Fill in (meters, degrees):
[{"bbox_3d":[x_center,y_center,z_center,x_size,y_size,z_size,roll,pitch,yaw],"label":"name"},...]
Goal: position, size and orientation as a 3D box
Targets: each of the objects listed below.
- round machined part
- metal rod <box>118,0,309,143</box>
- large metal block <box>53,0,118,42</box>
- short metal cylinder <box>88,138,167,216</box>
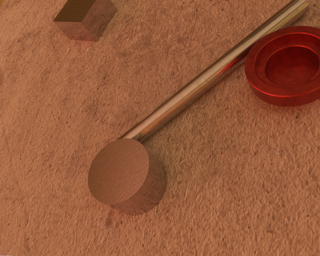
[{"bbox_3d":[0.151,-0.065,0.354,0.098,0.042,0.098,-13,56,21],"label":"round machined part"},{"bbox_3d":[0.068,-0.069,0.410,0.300,0.025,0.025,-38,51,2],"label":"metal rod"},{"bbox_3d":[-0.143,-0.216,0.596,0.080,0.050,0.080,15,69,34],"label":"large metal block"},{"bbox_3d":[-0.038,0.059,0.372,0.080,0.050,0.080,-13,56,21],"label":"short metal cylinder"}]
